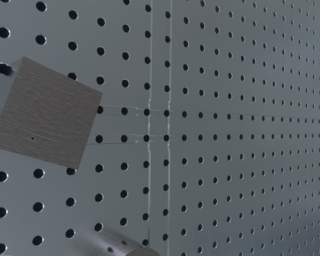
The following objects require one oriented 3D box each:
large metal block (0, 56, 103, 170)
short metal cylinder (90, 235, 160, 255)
[{"bbox_3d":[-0.113,-0.011,0.298,0.080,0.050,0.080,25,75,-37],"label":"large metal block"},{"bbox_3d":[-0.041,0.172,0.359,0.081,0.050,0.079,0,90,-40],"label":"short metal cylinder"}]
